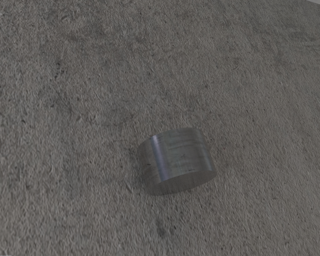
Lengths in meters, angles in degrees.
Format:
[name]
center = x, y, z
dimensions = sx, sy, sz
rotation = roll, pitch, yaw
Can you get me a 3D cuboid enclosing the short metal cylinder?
[short metal cylinder]
center = 0.019, 0.040, 0.354
dimensions = 0.081, 0.080, 0.050
rotation = -2, 63, -29
